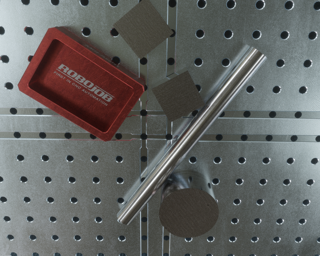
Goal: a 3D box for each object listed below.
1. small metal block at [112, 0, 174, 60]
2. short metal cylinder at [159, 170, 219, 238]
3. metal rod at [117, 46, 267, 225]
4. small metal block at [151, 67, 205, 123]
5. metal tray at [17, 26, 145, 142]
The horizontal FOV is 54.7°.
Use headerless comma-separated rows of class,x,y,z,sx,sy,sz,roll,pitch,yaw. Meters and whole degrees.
small metal block,-0.019,-0.119,0.369,0.050,0.025,0.050,-37,106,12
short metal cylinder,0.039,0.107,0.440,0.081,0.050,0.079,0,110,0
metal rod,0.034,0.021,0.421,0.025,0.025,0.299,34,106,-12
small metal block,0.023,-0.043,0.398,0.050,0.025,0.050,-27,108,9
metal tray,-0.096,-0.053,0.389,0.130,0.030,0.090,33,107,-12
